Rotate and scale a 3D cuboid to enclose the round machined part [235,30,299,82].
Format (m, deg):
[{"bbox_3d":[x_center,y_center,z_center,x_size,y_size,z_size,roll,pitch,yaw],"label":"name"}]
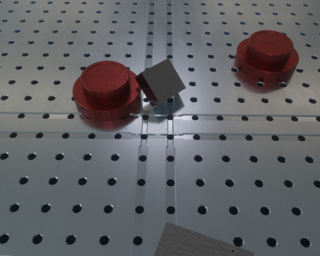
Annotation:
[{"bbox_3d":[0.174,-0.121,0.500,0.099,0.042,0.098,0,50,0],"label":"round machined part"}]

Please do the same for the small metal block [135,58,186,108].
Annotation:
[{"bbox_3d":[0.001,-0.065,0.445,0.050,0.025,0.050,-33,96,-26],"label":"small metal block"}]

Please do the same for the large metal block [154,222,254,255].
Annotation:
[{"bbox_3d":[0.030,0.142,0.272,0.080,0.050,0.080,16,52,13],"label":"large metal block"}]

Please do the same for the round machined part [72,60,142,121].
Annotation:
[{"bbox_3d":[-0.076,-0.060,0.446,0.099,0.042,0.098,0,50,0],"label":"round machined part"}]
